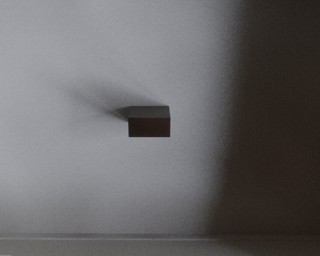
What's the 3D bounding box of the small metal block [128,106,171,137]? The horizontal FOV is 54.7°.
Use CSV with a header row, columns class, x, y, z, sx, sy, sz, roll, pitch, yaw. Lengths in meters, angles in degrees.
class,x,y,z,sx,sy,sz,roll,pitch,yaw
small metal block,-0.013,-0.009,0.395,0.050,0.050,0.025,0,110,-1
